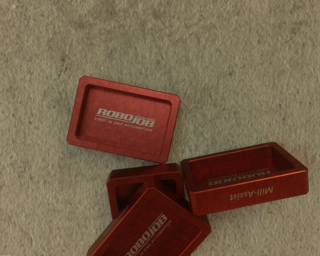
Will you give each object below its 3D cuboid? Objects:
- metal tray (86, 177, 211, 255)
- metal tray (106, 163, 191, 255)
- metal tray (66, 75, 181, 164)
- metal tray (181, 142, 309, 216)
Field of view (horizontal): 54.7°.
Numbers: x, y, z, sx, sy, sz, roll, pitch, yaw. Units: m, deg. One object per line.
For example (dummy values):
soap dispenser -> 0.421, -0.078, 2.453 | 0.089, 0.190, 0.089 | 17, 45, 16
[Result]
metal tray -> -0.015, 0.134, 0.365 | 0.090, 0.030, 0.130 | 37, 100, -10
metal tray -> -0.012, 0.114, 0.392 | 0.091, 0.030, 0.129 | -7, 104, -1
metal tray -> -0.046, -0.011, 0.406 | 0.131, 0.030, 0.089 | 12, 90, -1
metal tray -> 0.096, 0.057, 0.376 | 0.131, 0.090, 0.030 | -11, 108, -1
